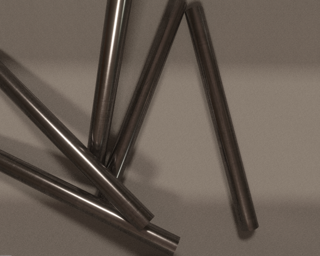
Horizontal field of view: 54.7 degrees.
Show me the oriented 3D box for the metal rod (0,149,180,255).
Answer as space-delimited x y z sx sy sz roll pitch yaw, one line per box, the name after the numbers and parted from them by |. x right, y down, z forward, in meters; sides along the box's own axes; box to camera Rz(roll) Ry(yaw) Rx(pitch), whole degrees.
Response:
-0.117 0.082 0.389 0.301 0.025 0.025 24 90 7 | metal rod

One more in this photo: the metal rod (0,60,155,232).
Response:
-0.123 0.010 0.383 0.300 0.025 0.025 43 90 10 | metal rod

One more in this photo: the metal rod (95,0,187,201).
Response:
-0.028 -0.027 0.411 0.025 0.025 0.299 21 90 -1 | metal rod

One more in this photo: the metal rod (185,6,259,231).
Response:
0.082 -0.012 0.412 0.025 0.025 0.298 -14 90 0 | metal rod

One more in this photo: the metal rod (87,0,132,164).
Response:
-0.056 -0.071 0.347 0.025 0.025 0.298 14 116 -1 | metal rod
